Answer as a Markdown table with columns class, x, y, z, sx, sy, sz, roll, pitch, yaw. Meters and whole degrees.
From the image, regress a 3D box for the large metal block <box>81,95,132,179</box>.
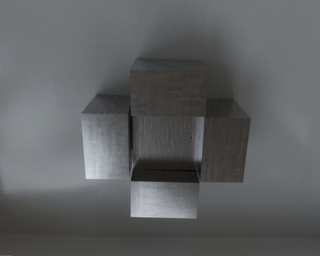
| class | x | y | z | sx | sy | sz | roll | pitch | yaw |
| --- | --- | --- | --- | --- | --- | --- | --- | --- | --- |
| large metal block | -0.060 | 0.008 | 0.383 | 0.050 | 0.080 | 0.079 | 1 | 110 | 0 |

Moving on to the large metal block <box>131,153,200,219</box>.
| class | x | y | z | sx | sy | sz | roll | pitch | yaw |
| --- | --- | --- | --- | --- | --- | --- | --- | --- | --- |
| large metal block | 0.005 | 0.072 | 0.407 | 0.081 | 0.080 | 0.050 | 2 | 110 | -1 |

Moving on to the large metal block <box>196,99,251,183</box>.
| class | x | y | z | sx | sy | sz | roll | pitch | yaw |
| --- | --- | --- | --- | --- | --- | --- | --- | --- | --- |
| large metal block | 0.073 | 0.013 | 0.386 | 0.050 | 0.080 | 0.079 | 1 | 110 | 0 |

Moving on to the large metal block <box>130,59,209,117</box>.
| class | x | y | z | sx | sy | sz | roll | pitch | yaw |
| --- | --- | --- | --- | --- | --- | --- | --- | --- | --- |
| large metal block | 0.009 | -0.050 | 0.362 | 0.081 | 0.080 | 0.050 | 1 | 110 | -1 |

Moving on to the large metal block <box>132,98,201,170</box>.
| class | x | y | z | sx | sy | sz | roll | pitch | yaw |
| --- | --- | --- | --- | --- | --- | --- | --- | --- | --- |
| large metal block | 0.008 | 0.006 | 0.398 | 0.081 | 0.050 | 0.079 | 1 | 110 | -1 |
